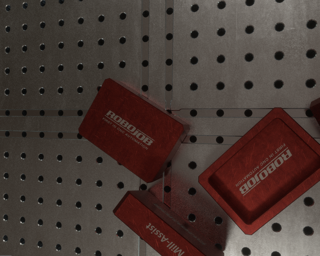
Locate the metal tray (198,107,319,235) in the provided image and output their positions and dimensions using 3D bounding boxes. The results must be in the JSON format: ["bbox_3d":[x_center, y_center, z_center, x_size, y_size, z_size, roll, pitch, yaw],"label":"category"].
[{"bbox_3d":[0.122,0.050,0.366,0.130,0.030,0.090,-45,77,14],"label":"metal tray"}]

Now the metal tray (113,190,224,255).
[{"bbox_3d":[0.014,0.126,0.370,0.130,0.090,0.030,36,88,16],"label":"metal tray"}]

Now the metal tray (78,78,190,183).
[{"bbox_3d":[-0.038,0.002,0.422,0.130,0.030,0.090,33,100,16],"label":"metal tray"}]

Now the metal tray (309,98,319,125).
[{"bbox_3d":[0.230,0.010,0.317,0.090,0.030,0.130,-26,82,1],"label":"metal tray"}]
